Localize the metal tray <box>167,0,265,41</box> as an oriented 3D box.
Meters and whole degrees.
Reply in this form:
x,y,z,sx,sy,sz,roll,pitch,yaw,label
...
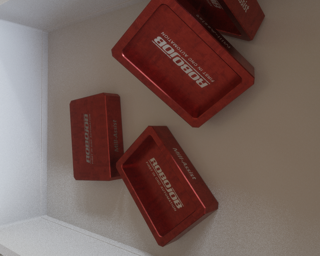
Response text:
x,y,z,sx,sy,sz,roll,pitch,yaw,label
0.039,-0.136,0.304,0.090,0.131,0.030,29,94,36,metal tray

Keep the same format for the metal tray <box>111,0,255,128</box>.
x,y,z,sx,sy,sz,roll,pitch,yaw,label
0.025,-0.071,0.333,0.130,0.030,0.090,41,123,-12,metal tray

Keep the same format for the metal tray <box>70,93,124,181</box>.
x,y,z,sx,sy,sz,roll,pitch,yaw,label
-0.100,0.016,0.487,0.090,0.030,0.129,-7,85,39,metal tray

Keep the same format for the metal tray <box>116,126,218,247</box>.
x,y,z,sx,sy,sz,roll,pitch,yaw,label
0.003,0.072,0.400,0.090,0.030,0.130,-48,62,29,metal tray
